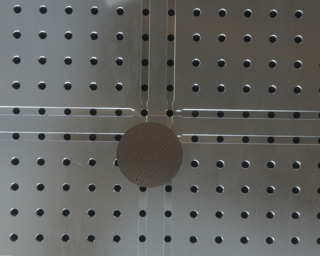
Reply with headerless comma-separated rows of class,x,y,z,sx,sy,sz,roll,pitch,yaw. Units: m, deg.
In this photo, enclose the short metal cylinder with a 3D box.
short metal cylinder,-0.013,0.032,0.401,0.081,0.050,0.079,0,90,0
